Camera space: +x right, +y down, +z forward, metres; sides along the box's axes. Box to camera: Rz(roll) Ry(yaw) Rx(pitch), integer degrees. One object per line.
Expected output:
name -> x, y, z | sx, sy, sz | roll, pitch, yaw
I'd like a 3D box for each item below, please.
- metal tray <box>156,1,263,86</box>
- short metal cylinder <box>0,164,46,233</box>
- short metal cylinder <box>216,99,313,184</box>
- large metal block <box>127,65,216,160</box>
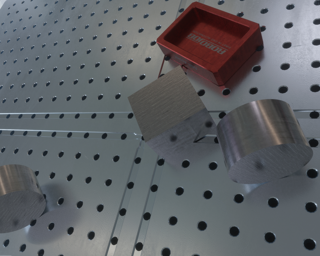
metal tray -> 0.068, -0.126, 0.446 | 0.090, 0.030, 0.130 | -47, 51, -5
short metal cylinder -> -0.204, 0.096, 0.421 | 0.080, 0.080, 0.050 | -41, 51, 0
short metal cylinder -> 0.102, 0.016, 0.310 | 0.080, 0.080, 0.050 | -21, 54, 16
large metal block -> 0.015, -0.020, 0.397 | 0.080, 0.050, 0.080 | -31, 52, 8
